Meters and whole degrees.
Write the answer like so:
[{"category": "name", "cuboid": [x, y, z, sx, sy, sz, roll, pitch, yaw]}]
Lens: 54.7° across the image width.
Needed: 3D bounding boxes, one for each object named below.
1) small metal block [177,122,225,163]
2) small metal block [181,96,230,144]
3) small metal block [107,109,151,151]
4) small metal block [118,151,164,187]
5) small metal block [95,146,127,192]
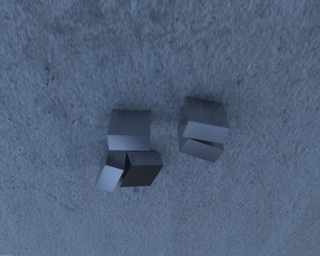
[{"category": "small metal block", "cuboid": [0.052, 0.013, 0.402, 0.050, 0.050, 0.025, 19, 127, -16]}, {"category": "small metal block", "cuboid": [0.054, -0.011, 0.383, 0.050, 0.050, 0.025, 10, 129, -9]}, {"category": "small metal block", "cuboid": [-0.037, 0.002, 0.392, 0.050, 0.050, 0.025, 2, 130, -2]}, {"category": "small metal block", "cuboid": [-0.030, 0.060, 0.448, 0.050, 0.025, 0.050, 4, 133, -30]}, {"category": "small metal block", "cuboid": [-0.068, 0.053, 0.435, 0.025, 0.050, 0.050, 19, 127, -14]}]
